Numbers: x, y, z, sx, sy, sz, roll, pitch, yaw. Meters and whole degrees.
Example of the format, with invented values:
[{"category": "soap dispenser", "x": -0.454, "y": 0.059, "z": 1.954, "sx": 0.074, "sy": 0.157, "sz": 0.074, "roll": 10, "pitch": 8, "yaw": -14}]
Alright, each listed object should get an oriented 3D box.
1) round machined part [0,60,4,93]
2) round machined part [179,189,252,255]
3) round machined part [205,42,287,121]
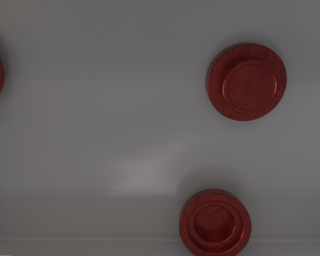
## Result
[{"category": "round machined part", "x": -0.235, "y": -0.061, "z": 0.357, "sx": 0.099, "sy": 0.042, "sz": 0.097, "roll": -12, "pitch": 117, "yaw": -25}, {"category": "round machined part", "x": 0.077, "y": 0.134, "z": 0.444, "sx": 0.099, "sy": 0.042, "sz": 0.097, "roll": 0, "pitch": 96, "yaw": 3}, {"category": "round machined part", "x": 0.108, "y": -0.054, "z": 0.383, "sx": 0.099, "sy": 0.042, "sz": 0.097, "roll": 0, "pitch": 110, "yaw": 0}]
